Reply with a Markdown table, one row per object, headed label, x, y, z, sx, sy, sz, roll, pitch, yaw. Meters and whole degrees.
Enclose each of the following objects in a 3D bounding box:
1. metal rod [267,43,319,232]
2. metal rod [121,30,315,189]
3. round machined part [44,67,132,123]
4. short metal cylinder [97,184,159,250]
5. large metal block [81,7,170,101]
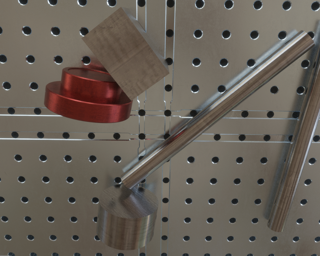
| label | x | y | z | sx | sy | sz | roll | pitch | yaw |
| --- | --- | --- | --- | --- | --- | --- | --- | --- | --- |
| metal rod | 0.194 | 0.012 | 0.420 | 0.025 | 0.025 | 0.298 | 6 | 110 | -3 |
| metal rod | 0.066 | -0.016 | 0.408 | 0.300 | 0.025 | 0.025 | -39 | 106 | 13 |
| round machined part | -0.080 | -0.042 | 0.358 | 0.099 | 0.098 | 0.042 | 11 | 107 | -5 |
| short metal cylinder | -0.045 | 0.120 | 0.428 | 0.081 | 0.080 | 0.050 | 8 | 110 | -3 |
| large metal block | -0.034 | -0.087 | 0.352 | 0.050 | 0.080 | 0.080 | -35 | 107 | 11 |
